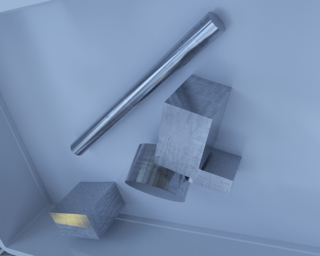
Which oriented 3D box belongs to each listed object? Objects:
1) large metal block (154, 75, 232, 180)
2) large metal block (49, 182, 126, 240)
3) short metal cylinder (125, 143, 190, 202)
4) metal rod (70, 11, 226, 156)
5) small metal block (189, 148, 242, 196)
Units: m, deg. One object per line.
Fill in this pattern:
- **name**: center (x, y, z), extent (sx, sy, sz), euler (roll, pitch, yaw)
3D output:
- **large metal block**: center (0.038, -0.003, 0.350), extent (0.050, 0.080, 0.079), euler (21, 126, 15)
- **large metal block**: center (-0.119, 0.134, 0.516), extent (0.080, 0.080, 0.050), euler (-6, 115, 30)
- **short metal cylinder**: center (0.001, 0.059, 0.403), extent (0.080, 0.050, 0.080), euler (17, 160, 6)
- **metal rod**: center (-0.037, -0.037, 0.403), extent (0.025, 0.025, 0.299), euler (48, 128, -6)
- **small metal block**: center (0.070, 0.052, 0.387), extent (0.050, 0.050, 0.025), euler (18, 125, 17)
